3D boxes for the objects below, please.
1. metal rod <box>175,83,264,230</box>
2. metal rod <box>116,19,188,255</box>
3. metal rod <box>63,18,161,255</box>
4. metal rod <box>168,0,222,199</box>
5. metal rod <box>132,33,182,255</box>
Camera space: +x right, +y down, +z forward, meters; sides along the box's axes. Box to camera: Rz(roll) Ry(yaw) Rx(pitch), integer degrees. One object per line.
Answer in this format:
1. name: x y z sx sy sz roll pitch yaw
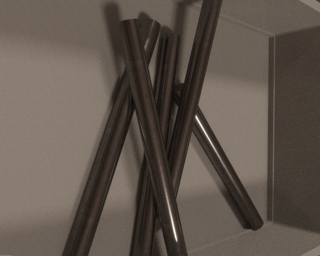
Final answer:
1. metal rod: 0.099 0.058 0.492 0.025 0.025 0.299 -48 119 -29
2. metal rod: -0.006 0.026 0.369 0.025 0.025 0.298 -20 103 -39
3. metal rod: -0.052 0.006 0.364 0.025 0.025 0.299 27 73 -37
4. metal rod: 0.037 -0.027 0.410 0.025 0.025 0.298 12 91 -40
5. metal rod: -0.003 0.022 0.405 0.025 0.025 0.298 13 82 -40
